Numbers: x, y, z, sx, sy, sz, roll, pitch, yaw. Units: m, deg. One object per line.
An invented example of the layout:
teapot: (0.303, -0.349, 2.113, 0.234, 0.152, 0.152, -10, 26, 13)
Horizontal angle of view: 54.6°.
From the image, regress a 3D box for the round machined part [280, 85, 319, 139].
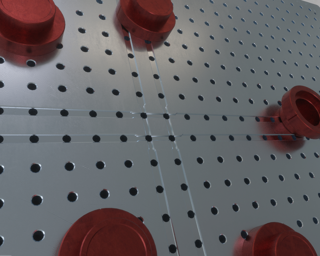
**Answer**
round machined part: (0.252, -0.023, 0.546, 0.099, 0.042, 0.098, 13, 56, -21)

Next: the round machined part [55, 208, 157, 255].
round machined part: (-0.047, 0.124, 0.296, 0.099, 0.042, 0.098, 13, 56, -21)

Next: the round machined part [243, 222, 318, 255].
round machined part: (0.154, 0.165, 0.379, 0.099, 0.042, 0.098, 13, 56, -21)

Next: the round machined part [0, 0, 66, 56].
round machined part: (-0.170, -0.143, 0.393, 0.099, 0.042, 0.098, 13, 56, -21)

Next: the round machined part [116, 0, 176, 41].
round machined part: (-0.018, -0.193, 0.504, 0.099, 0.042, 0.098, 14, 56, -21)
